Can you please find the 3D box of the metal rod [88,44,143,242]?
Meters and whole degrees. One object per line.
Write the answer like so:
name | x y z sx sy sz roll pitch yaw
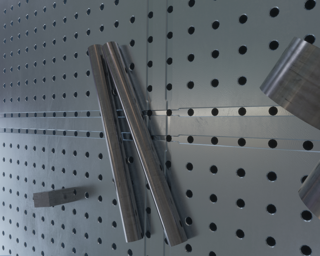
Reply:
metal rod | -0.069 0.016 0.466 0.025 0.025 0.299 -22 76 38

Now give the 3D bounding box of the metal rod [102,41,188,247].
metal rod | -0.026 0.010 0.430 0.025 0.025 0.299 -32 70 35

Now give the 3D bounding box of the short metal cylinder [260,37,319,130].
short metal cylinder | 0.134 -0.035 0.263 0.080 0.081 0.050 44 116 31

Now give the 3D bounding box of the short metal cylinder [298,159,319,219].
short metal cylinder | 0.160 0.052 0.242 0.080 0.081 0.050 38 114 33

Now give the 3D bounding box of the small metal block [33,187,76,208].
small metal block | -0.186 0.122 0.547 0.050 0.050 0.025 -14 81 39
